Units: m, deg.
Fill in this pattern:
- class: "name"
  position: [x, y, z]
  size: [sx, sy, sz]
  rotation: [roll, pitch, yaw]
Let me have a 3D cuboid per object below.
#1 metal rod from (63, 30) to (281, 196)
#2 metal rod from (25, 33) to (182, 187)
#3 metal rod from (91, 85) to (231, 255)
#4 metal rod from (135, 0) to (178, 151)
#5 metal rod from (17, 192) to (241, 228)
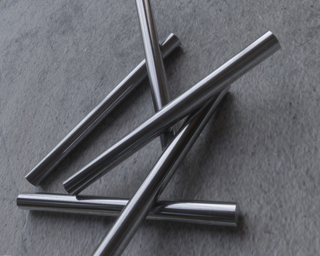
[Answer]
- class: "metal rod"
  position: [0.006, -0.011, 0.368]
  size: [0.300, 0.025, 0.025]
  rotation: [-36, 51, 10]
- class: "metal rod"
  position: [-0.081, -0.029, 0.462]
  size: [0.300, 0.025, 0.025]
  rotation: [-45, 51, -4]
- class: "metal rod"
  position: [-0.002, 0.055, 0.342]
  size: [0.025, 0.025, 0.300]
  rotation: [20, 63, 35]
- class: "metal rod"
  position: [-0.010, -0.109, 0.443]
  size: [0.025, 0.025, 0.299]
  rotation: [-19, 64, 17]
- class: "metal rod"
  position: [-0.057, 0.095, 0.374]
  size: [0.301, 0.025, 0.025]
  rotation: [-3, 60, 26]
